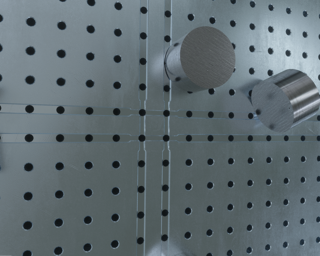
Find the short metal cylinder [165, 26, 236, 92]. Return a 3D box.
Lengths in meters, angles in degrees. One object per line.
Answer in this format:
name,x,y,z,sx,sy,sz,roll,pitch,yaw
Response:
short metal cylinder,0.054,-0.091,0.420,0.081,0.050,0.079,0,90,-20

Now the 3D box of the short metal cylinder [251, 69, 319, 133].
short metal cylinder,0.181,-0.040,0.452,0.050,0.080,0.080,-25,99,-18

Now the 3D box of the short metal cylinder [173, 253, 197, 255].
short metal cylinder,0.040,0.217,0.416,0.081,0.050,0.079,0,90,-21
